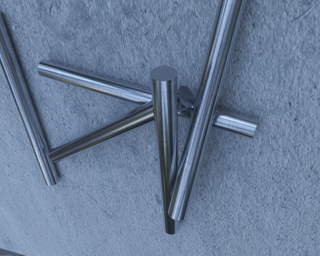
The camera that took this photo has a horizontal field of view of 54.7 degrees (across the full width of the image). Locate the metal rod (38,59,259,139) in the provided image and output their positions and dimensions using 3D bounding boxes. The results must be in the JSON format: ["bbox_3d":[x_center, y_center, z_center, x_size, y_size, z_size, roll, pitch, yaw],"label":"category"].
[{"bbox_3d":[-0.028,-0.042,0.395,0.301,0.025,0.025,18,125,18],"label":"metal rod"}]

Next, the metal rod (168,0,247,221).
[{"bbox_3d":[0.049,-0.020,0.338,0.025,0.025,0.298,19,117,17],"label":"metal rod"}]

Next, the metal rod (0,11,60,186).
[{"bbox_3d":[-0.217,-0.031,0.502,0.025,0.025,0.298,6,121,25],"label":"metal rod"}]

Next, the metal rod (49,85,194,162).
[{"bbox_3d":[-0.075,0.007,0.430,0.299,0.025,0.025,-21,107,42],"label":"metal rod"}]

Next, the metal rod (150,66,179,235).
[{"bbox_3d":[0.011,0.054,0.391,0.025,0.025,0.298,16,139,19],"label":"metal rod"}]
